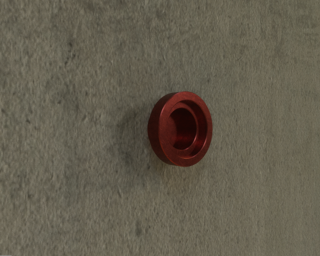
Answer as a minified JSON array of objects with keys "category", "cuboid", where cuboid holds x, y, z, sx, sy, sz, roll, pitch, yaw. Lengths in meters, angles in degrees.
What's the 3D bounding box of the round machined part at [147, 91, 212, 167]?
[{"category":"round machined part","cuboid":[0.022,0.001,0.415,0.099,0.042,0.097,0,90,-40]}]
